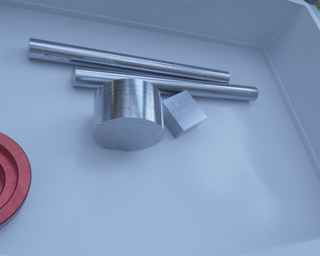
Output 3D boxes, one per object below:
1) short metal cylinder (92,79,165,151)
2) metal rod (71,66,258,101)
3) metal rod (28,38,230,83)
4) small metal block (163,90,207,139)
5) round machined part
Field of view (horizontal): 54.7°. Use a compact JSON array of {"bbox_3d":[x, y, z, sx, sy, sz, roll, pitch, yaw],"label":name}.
[{"bbox_3d":[-0.037,-0.013,0.360,0.081,0.080,0.050,10,58,-24],"label":"short metal cylinder"},{"bbox_3d":[0.025,-0.061,0.458,0.303,0.025,0.025,1,61,-28],"label":"metal rod"},{"bbox_3d":[-0.026,-0.090,0.447,0.303,0.025,0.025,3,60,-27],"label":"metal rod"},{"bbox_3d":[0.030,-0.020,0.435,0.050,0.025,0.050,-28,77,-38],"label":"small metal block"},{"bbox_3d":[-0.169,0.050,0.273,0.099,0.042,0.098,14,56,-21],"label":"round machined part"}]
